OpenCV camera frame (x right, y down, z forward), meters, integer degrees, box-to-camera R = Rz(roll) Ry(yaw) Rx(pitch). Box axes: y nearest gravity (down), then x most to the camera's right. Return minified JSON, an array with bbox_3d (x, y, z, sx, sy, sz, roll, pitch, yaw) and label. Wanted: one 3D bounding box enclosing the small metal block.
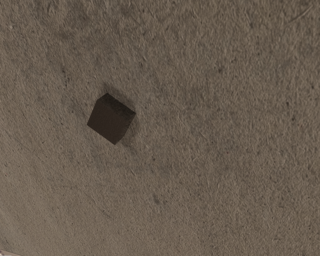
[{"bbox_3d":[-0.069,-0.012,0.434,0.050,0.025,0.050,36,129,4],"label":"small metal block"}]
